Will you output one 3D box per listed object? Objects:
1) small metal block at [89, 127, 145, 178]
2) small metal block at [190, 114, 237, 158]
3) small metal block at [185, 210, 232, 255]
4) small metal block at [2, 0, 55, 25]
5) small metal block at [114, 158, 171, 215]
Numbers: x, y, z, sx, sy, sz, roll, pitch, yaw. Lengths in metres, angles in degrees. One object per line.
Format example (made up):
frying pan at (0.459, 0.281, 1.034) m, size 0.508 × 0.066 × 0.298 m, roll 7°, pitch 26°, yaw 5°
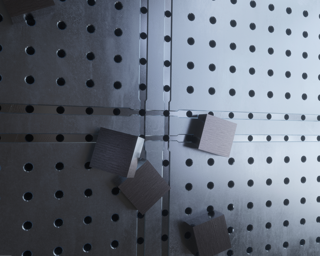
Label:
small metal block at (-0.052, 0.030, 0.381) m, size 0.050 × 0.025 × 0.050 m, roll 14°, pitch 84°, yaw 16°
small metal block at (0.077, 0.011, 0.443) m, size 0.050 × 0.025 × 0.050 m, roll 17°, pitch 84°, yaw -20°
small metal block at (0.069, 0.151, 0.440) m, size 0.050 × 0.025 × 0.050 m, roll -15°, pitch 95°, yaw -20°
small metal block at (-0.156, -0.154, 0.355) m, size 0.050 × 0.025 × 0.050 m, roll -26°, pitch 99°, yaw -19°
small metal block at (-0.023, 0.076, 0.405) m, size 0.050 × 0.025 × 0.050 m, roll -41°, pitch 104°, yaw -16°
